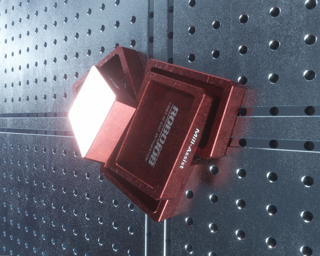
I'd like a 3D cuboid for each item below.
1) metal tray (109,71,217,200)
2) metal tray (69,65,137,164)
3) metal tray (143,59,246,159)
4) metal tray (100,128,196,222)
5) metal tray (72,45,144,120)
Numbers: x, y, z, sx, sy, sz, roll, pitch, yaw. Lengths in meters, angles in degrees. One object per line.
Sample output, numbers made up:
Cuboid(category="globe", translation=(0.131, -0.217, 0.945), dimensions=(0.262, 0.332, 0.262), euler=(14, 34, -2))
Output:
Cuboid(category="metal tray", translation=(0.000, 0.007, 0.366), dimensions=(0.090, 0.030, 0.129), euler=(26, 94, 37))
Cuboid(category="metal tray", translation=(-0.084, -0.023, 0.423), dimensions=(0.090, 0.030, 0.130), euler=(-60, 34, 14))
Cuboid(category="metal tray", translation=(0.029, -0.027, 0.382), dimensions=(0.130, 0.030, 0.089), euler=(25, 105, 38))
Cuboid(category="metal tray", translation=(-0.023, 0.053, 0.426), dimensions=(0.130, 0.030, 0.089), euler=(33, 110, 35))
Cuboid(category="metal tray", translation=(-0.078, -0.052, 0.472), dimensions=(0.130, 0.030, 0.090), euler=(-28, 72, 37))
